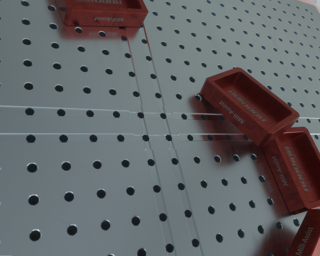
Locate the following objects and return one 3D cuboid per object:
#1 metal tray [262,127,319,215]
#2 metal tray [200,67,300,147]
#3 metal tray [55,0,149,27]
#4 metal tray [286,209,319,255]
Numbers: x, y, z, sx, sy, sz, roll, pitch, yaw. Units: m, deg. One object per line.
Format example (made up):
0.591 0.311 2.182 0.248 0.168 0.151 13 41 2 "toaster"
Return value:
0.219 0.063 0.487 0.091 0.030 0.130 -2 63 -30 "metal tray"
0.138 -0.038 0.482 0.091 0.030 0.130 -24 59 -37 "metal tray"
-0.093 -0.202 0.478 0.131 0.030 0.090 -11 68 -33 "metal tray"
0.198 0.176 0.386 0.131 0.030 0.090 -38 104 -39 "metal tray"
